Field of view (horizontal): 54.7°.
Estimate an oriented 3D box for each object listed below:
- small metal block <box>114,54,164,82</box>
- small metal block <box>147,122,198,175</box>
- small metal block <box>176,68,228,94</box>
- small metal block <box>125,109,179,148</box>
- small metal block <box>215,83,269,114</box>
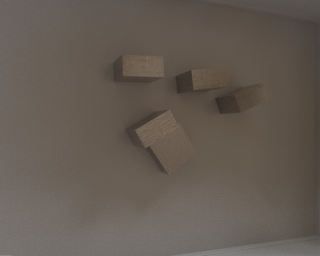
[{"bbox_3d":[-0.028,-0.073,0.387,0.050,0.050,0.025,-2,91,-20],"label":"small metal block"},{"bbox_3d":[0.014,0.027,0.415,0.050,0.025,0.050,-36,102,-16],"label":"small metal block"},{"bbox_3d":[0.055,-0.063,0.417,0.050,0.050,0.025,-8,93,-20],"label":"small metal block"},{"bbox_3d":[-0.011,0.001,0.393,0.050,0.050,0.025,-31,100,-17],"label":"small metal block"},{"bbox_3d":[0.116,-0.041,0.440,0.050,0.050,0.025,-23,98,-19],"label":"small metal block"}]
